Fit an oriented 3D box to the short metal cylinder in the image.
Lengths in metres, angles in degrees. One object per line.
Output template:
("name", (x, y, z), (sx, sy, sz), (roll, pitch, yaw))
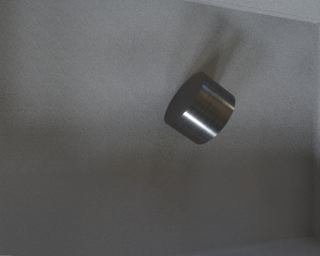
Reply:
("short metal cylinder", (0.050, -0.025, 0.401), (0.050, 0.080, 0.080), (34, 79, -17))
